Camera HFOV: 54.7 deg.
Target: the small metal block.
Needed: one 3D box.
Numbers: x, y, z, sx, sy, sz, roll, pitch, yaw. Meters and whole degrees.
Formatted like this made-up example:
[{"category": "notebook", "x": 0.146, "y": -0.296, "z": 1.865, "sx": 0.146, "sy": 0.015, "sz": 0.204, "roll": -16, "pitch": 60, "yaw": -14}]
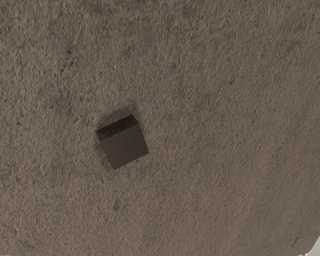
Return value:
[{"category": "small metal block", "x": -0.047, "y": 0.018, "z": 0.394, "sx": 0.050, "sy": 0.025, "sz": 0.050, "roll": -26, "pitch": 128, "yaw": -13}]
